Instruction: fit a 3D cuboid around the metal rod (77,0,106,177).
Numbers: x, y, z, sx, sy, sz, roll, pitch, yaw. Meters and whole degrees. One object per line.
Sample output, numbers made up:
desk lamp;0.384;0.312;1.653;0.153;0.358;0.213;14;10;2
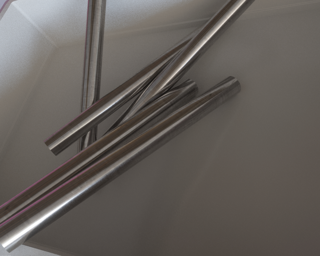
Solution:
metal rod;-0.094;-0.074;0.426;0.025;0.025;0.298;1;86;29

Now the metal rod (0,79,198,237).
metal rod;-0.062;0.023;0.345;0.025;0.025;0.302;27;51;37

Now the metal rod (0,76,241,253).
metal rod;-0.021;0.020;0.328;0.302;0.025;0.025;-33;47;-26

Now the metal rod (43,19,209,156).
metal rod;-0.022;-0.067;0.419;0.301;0.025;0.025;-39;50;-14

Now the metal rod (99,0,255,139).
metal rod;0.025;-0.080;0.403;0.299;0.025;0.025;-46;50;10
